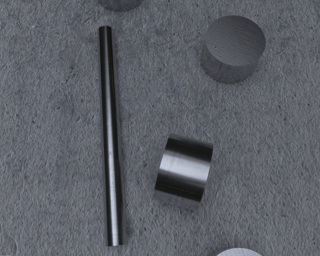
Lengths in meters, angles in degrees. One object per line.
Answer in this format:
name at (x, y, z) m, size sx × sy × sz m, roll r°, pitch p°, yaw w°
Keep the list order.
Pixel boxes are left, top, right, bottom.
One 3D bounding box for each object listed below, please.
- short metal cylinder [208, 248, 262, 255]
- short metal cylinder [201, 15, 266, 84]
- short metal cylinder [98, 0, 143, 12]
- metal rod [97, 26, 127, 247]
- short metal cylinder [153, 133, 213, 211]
short metal cylinder at (0.082, 0.171, 0.333) m, size 0.081 × 0.050 × 0.080 m, roll 0°, pitch 70°, yaw 0°
short metal cylinder at (0.100, -0.109, 0.436) m, size 0.081 × 0.050 × 0.080 m, roll 0°, pitch 70°, yaw 0°
short metal cylinder at (-0.064, -0.228, 0.478) m, size 0.081 × 0.050 × 0.080 m, roll 0°, pitch 70°, yaw 0°
metal rod at (-0.065, -0.004, 0.409) m, size 0.025 × 0.025 × 0.299 m, roll -5°, pitch 70°, yaw -2°
short metal cylinder at (0.027, 0.050, 0.361) m, size 0.050 × 0.080 × 0.080 m, roll 15°, pitch 71°, yaw 5°
